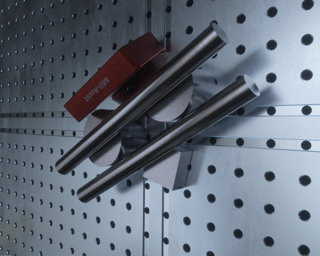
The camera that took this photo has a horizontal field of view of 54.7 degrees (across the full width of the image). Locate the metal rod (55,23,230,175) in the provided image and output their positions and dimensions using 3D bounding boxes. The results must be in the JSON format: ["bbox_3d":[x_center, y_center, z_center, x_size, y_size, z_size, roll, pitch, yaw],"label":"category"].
[{"bbox_3d":[-0.043,-0.016,0.376,0.299,0.025,0.025,-36,68,33],"label":"metal rod"}]

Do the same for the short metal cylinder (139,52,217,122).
[{"bbox_3d":[0.021,-0.047,0.375,0.080,0.050,0.079,0,90,39],"label":"short metal cylinder"}]

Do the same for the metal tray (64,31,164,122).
[{"bbox_3d":[-0.061,-0.067,0.413,0.130,0.090,0.030,-35,100,34],"label":"metal tray"}]

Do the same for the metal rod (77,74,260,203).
[{"bbox_3d":[-0.012,0.030,0.384,0.299,0.025,0.025,-35,69,34],"label":"metal rod"}]

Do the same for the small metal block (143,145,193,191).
[{"bbox_3d":[0.009,0.046,0.399,0.050,0.025,0.050,19,102,38],"label":"small metal block"}]

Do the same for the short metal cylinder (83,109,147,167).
[{"bbox_3d":[-0.065,0.014,0.444,0.080,0.050,0.079,0,90,39],"label":"short metal cylinder"}]
